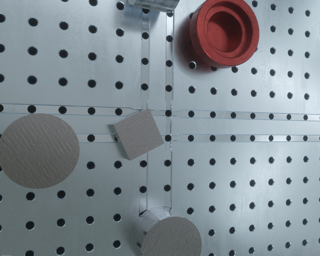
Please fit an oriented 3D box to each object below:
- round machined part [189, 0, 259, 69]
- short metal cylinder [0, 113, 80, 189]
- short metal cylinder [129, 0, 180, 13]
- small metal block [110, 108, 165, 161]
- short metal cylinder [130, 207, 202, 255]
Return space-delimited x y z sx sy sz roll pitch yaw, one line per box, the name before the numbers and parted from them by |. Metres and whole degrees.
round machined part | 0.086 -0.132 0.435 0.099 0.042 0.097 0 90 -20
short metal cylinder | -0.135 0.024 0.350 0.081 0.050 0.080 0 90 -20
short metal cylinder | -0.006 -0.187 0.381 0.050 0.080 0.080 3 89 -20
small metal block | -0.030 0.008 0.402 0.050 0.025 0.050 -26 99 -18
short metal cylinder | 0.007 0.148 0.402 0.081 0.050 0.080 0 90 -20
